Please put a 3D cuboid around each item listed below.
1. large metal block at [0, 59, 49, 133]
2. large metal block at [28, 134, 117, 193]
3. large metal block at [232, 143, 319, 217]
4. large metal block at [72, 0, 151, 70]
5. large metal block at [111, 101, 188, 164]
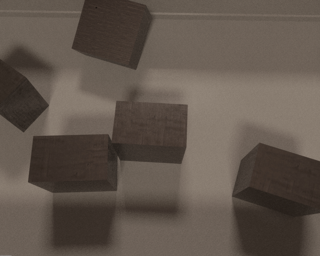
[{"bbox_3d":[-0.202,-0.048,0.396,0.080,0.080,0.050,34,74,11],"label":"large metal block"},{"bbox_3d":[-0.096,0.044,0.363,0.081,0.080,0.050,-2,70,-1],"label":"large metal block"},{"bbox_3d":[0.137,0.063,0.359,0.080,0.080,0.050,17,71,6],"label":"large metal block"},{"bbox_3d":[-0.065,-0.133,0.429,0.080,0.050,0.080,17,95,6],"label":"large metal block"},{"bbox_3d":[-0.011,0.008,0.377,0.081,0.080,0.050,3,70,1],"label":"large metal block"}]
